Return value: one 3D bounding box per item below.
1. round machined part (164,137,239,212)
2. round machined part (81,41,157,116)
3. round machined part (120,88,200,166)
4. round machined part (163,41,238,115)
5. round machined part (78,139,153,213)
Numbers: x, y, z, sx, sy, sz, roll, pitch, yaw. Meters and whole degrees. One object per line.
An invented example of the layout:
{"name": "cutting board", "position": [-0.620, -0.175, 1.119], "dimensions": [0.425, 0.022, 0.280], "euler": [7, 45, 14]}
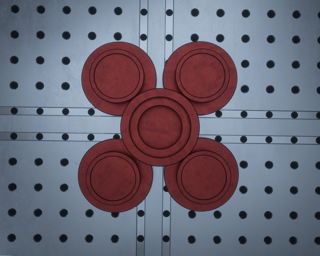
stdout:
{"name": "round machined part", "position": [0.055, 0.061, 0.405], "dimensions": [0.099, 0.042, 0.097], "euler": [0, 90, -1]}
{"name": "round machined part", "position": [-0.054, -0.064, 0.403], "dimensions": [0.099, 0.042, 0.097], "euler": [0, 90, -1]}
{"name": "round machined part", "position": [0.000, -0.001, 0.403], "dimensions": [0.099, 0.042, 0.097], "euler": [0, 90, -1]}
{"name": "round machined part", "position": [0.053, -0.065, 0.405], "dimensions": [0.099, 0.042, 0.097], "euler": [0, 90, -1]}
{"name": "round machined part", "position": [-0.058, 0.063, 0.405], "dimensions": [0.099, 0.042, 0.097], "euler": [0, 90, -1]}
